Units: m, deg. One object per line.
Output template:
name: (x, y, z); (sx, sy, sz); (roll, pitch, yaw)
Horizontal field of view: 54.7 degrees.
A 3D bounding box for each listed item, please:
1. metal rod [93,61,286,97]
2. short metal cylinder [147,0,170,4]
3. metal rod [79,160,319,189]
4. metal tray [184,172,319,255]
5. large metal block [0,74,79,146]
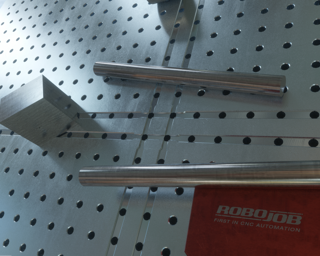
metal rod: (0.020, -0.075, 0.443); (0.300, 0.025, 0.025); (12, 68, 33)
short metal cylinder: (0.002, -0.260, 0.532); (0.050, 0.080, 0.080); (-4, 60, 26)
metal rod: (0.044, 0.048, 0.316); (0.300, 0.025, 0.025); (-5, 60, 26)
metal tray: (0.096, 0.090, 0.299); (0.130, 0.030, 0.090); (-1, 61, 27)
large metal block: (-0.188, -0.025, 0.487); (0.080, 0.080, 0.050); (-27, 53, 11)
